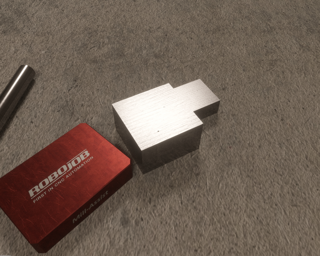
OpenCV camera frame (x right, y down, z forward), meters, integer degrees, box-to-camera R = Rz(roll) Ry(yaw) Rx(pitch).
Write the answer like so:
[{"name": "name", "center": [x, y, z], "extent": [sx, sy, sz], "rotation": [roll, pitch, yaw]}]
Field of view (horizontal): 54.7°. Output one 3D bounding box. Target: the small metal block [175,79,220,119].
[{"name": "small metal block", "center": [0.048, -0.037, 0.435], "extent": [0.050, 0.025, 0.050], "rotation": [-23, 54, -18]}]

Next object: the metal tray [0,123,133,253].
[{"name": "metal tray", "center": [-0.107, 0.060, 0.348], "extent": [0.090, 0.030, 0.131], "rotation": [36, 58, 26]}]

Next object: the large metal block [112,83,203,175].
[{"name": "large metal block", "center": [-0.004, -0.001, 0.388], "extent": [0.081, 0.050, 0.080], "rotation": [-23, 54, -19]}]

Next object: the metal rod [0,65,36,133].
[{"name": "metal rod", "center": [-0.224, 0.027, 0.377], "extent": [0.025, 0.025, 0.300], "rotation": [6, 50, 5]}]
